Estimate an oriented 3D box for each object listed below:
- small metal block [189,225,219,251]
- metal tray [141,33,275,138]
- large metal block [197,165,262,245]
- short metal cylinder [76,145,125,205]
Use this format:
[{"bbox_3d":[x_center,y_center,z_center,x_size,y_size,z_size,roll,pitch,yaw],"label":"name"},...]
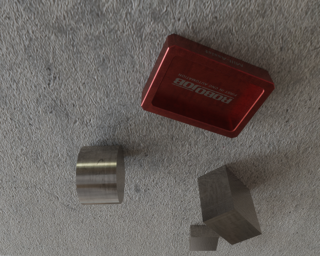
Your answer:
[{"bbox_3d":[0.082,0.208,0.585,0.050,0.025,0.050,-1,130,0],"label":"small metal block"},{"bbox_3d":[0.054,-0.044,0.366,0.131,0.030,0.089,17,128,-15],"label":"metal tray"},{"bbox_3d":[0.104,0.117,0.472,0.050,0.080,0.080,-31,124,23],"label":"large metal block"},{"bbox_3d":[-0.079,0.064,0.425,0.050,0.080,0.079,-2,130,1],"label":"short metal cylinder"}]
